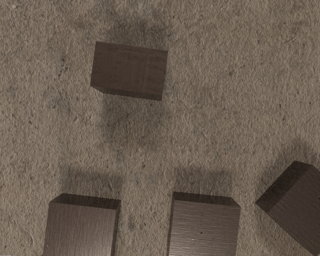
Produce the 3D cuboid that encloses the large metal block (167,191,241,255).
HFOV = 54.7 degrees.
[{"bbox_3d":[0.053,0.130,0.398,0.081,0.050,0.079,6,90,-1],"label":"large metal block"}]

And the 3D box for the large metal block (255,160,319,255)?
[{"bbox_3d":[0.187,0.101,0.400,0.080,0.050,0.080,43,90,-1],"label":"large metal block"}]

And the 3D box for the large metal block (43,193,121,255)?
[{"bbox_3d":[-0.098,0.133,0.396,0.081,0.050,0.080,7,90,-1],"label":"large metal block"}]

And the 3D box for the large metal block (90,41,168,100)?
[{"bbox_3d":[-0.034,-0.066,0.382,0.081,0.080,0.050,8,90,-1],"label":"large metal block"}]
